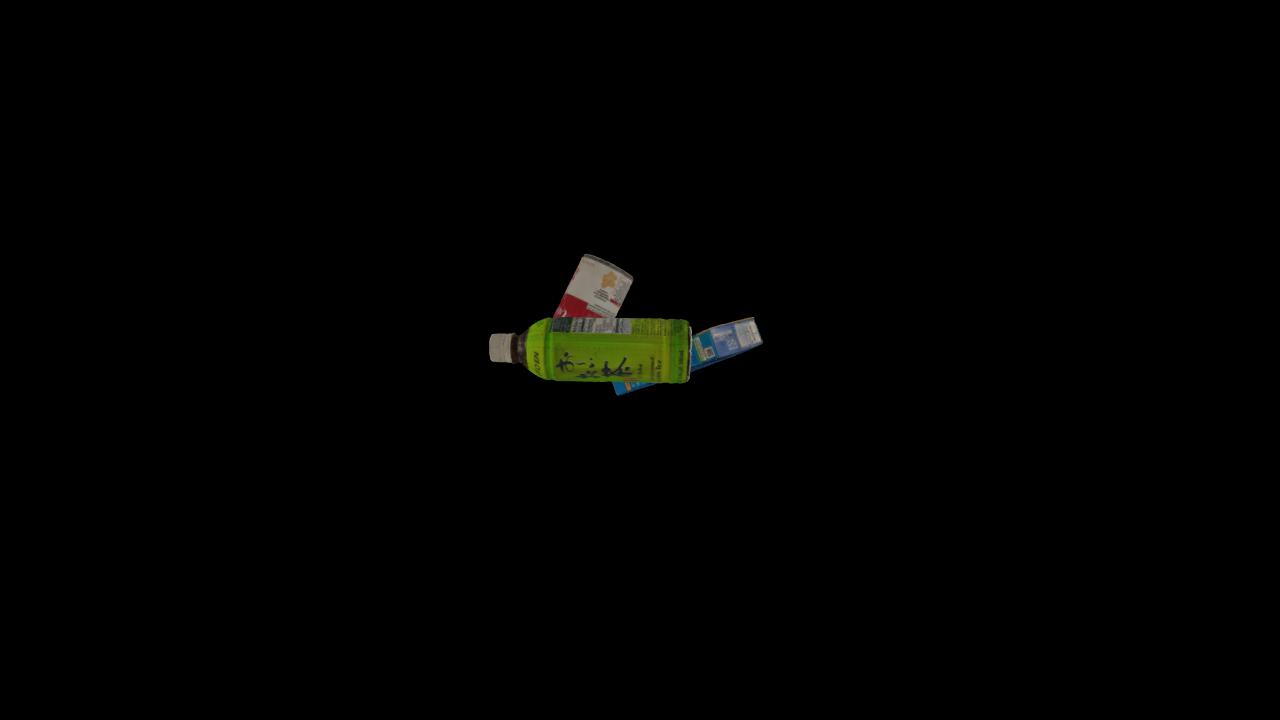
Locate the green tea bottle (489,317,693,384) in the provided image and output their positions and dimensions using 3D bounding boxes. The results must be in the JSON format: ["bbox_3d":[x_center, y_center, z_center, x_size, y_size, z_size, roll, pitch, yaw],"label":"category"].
[{"bbox_3d":[-0.052,-0.012,0.654,0.212,0.073,0.073,3,0,2],"label":"green tea bottle"}]

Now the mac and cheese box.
[{"bbox_3d":[0.053,-0.003,0.768,0.093,0.041,0.184,-18,-3,-45],"label":"mac and cheese box"}]

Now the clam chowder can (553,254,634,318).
[{"bbox_3d":[-0.058,-0.065,0.721,0.068,0.102,0.068,27,0,0],"label":"clam chowder can"}]
